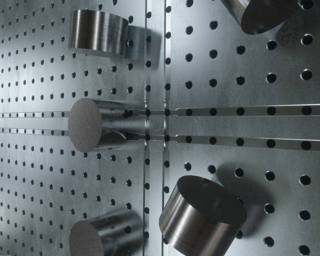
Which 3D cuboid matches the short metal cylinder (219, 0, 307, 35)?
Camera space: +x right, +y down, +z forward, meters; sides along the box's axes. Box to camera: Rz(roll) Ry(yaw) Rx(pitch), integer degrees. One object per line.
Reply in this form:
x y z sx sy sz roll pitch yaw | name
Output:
0.098 -0.136 0.292 0.080 0.081 0.050 -42 65 32 | short metal cylinder

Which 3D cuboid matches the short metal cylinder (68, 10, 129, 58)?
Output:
-0.088 -0.132 0.443 0.080 0.081 0.050 11 97 39 | short metal cylinder

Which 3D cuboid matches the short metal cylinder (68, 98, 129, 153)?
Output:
-0.094 -0.004 0.468 0.080 0.050 0.079 0 90 39 | short metal cylinder

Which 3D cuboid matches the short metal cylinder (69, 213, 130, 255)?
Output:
-0.091 0.174 0.466 0.080 0.050 0.079 0 90 39 | short metal cylinder

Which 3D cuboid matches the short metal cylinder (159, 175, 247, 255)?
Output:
0.045 0.095 0.335 0.080 0.081 0.050 37 113 33 | short metal cylinder
